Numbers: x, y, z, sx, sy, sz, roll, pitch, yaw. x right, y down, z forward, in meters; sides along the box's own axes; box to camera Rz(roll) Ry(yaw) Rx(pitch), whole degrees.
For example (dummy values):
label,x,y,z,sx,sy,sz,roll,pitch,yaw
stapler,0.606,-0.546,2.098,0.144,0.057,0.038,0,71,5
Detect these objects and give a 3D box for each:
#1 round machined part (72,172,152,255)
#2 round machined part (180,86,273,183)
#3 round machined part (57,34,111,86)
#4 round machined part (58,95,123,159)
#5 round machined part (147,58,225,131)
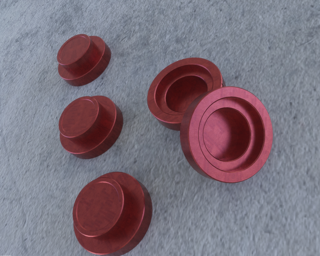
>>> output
label,x,y,z,sx,sy,sz,roll,pitch,yaw
round machined part,-0.062,0.097,0.365,0.098,0.042,0.098,-13,56,20
round machined part,0.066,0.007,0.330,0.098,0.098,0.042,-57,15,-12
round machined part,-0.139,-0.124,0.540,0.098,0.042,0.098,-13,56,20
round machined part,-0.107,-0.008,0.452,0.098,0.042,0.098,-13,56,20
round machined part,0.037,-0.039,0.396,0.098,0.042,0.098,-13,56,20
